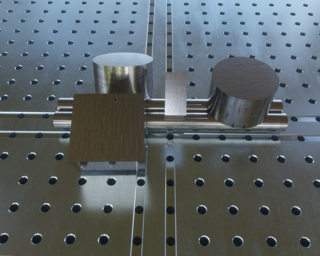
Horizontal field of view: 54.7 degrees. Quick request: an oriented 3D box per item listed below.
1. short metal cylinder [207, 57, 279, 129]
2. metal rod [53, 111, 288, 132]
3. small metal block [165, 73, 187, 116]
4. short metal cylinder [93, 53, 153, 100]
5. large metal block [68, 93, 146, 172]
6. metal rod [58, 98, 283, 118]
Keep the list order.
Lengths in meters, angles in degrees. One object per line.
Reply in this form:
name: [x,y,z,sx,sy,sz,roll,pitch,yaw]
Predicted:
short metal cylinder: [0.103,-0.046,0.394,0.081,0.050,0.080,0,50,0]
metal rod: [0.014,-0.009,0.411,0.302,0.025,0.025,1,50,0]
small metal block: [0.019,-0.043,0.386,0.025,0.050,0.050,1,8,0]
short metal cylinder: [-0.050,-0.070,0.427,0.081,0.050,0.080,1,26,0]
large metal block: [-0.057,0.006,0.363,0.081,0.050,0.080,0,70,-1]
metal rod: [0.014,-0.028,0.427,0.302,0.025,0.025,1,50,0]
